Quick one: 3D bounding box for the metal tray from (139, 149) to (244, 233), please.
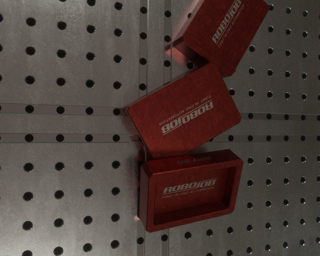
[{"bbox_3d":[0.041,0.081,0.408,0.131,0.030,0.089,-6,117,-20],"label":"metal tray"}]

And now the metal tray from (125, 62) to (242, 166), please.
[{"bbox_3d":[0.032,-0.018,0.412,0.131,0.030,0.090,-29,100,-8],"label":"metal tray"}]

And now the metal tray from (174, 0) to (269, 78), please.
[{"bbox_3d":[0.090,-0.148,0.444,0.090,0.030,0.130,34,79,-17],"label":"metal tray"}]
